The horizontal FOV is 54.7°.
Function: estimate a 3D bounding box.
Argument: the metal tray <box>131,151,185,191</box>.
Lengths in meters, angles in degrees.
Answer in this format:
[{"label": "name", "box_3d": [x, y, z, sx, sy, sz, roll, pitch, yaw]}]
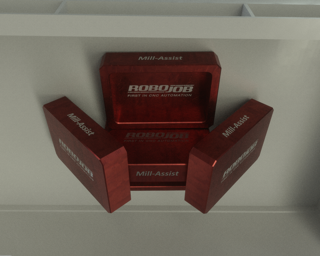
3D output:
[{"label": "metal tray", "box_3d": [-0.003, 0.050, 0.444, 0.131, 0.030, 0.089, 0, 130, -1]}]

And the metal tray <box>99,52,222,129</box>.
[{"label": "metal tray", "box_3d": [0.001, -0.042, 0.367, 0.131, 0.030, 0.089, -1, 131, -1]}]

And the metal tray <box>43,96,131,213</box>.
[{"label": "metal tray", "box_3d": [-0.088, 0.030, 0.371, 0.030, 0.130, 0.089, -30, 139, -31]}]

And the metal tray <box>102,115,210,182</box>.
[{"label": "metal tray", "box_3d": [-0.004, 0.022, 0.383, 0.131, 0.090, 0.030, 0, 130, -1]}]

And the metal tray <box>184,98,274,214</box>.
[{"label": "metal tray", "box_3d": [0.084, 0.031, 0.374, 0.030, 0.131, 0.089, 31, 138, 30]}]
